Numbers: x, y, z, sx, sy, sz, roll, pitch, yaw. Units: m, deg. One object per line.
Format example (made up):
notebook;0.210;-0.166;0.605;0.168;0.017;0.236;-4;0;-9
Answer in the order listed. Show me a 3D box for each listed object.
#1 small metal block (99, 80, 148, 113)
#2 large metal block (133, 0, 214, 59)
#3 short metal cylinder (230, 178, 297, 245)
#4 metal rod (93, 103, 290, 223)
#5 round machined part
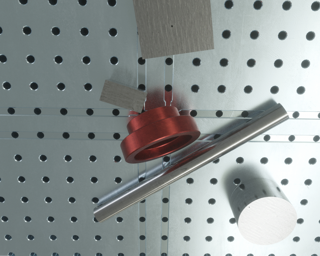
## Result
small metal block;-0.044;-0.041;0.383;0.050;0.050;0.025;17;99;-7
large metal block;0.014;-0.127;0.353;0.080;0.050;0.079;-8;110;2
short metal cylinder;0.147;0.119;0.446;0.081;0.050;0.079;0;110;-1
metal rod;0.036;0.053;0.433;0.300;0.025;0.025;-31;108;10
round machined part;-0.003;0.006;0.387;0.098;0.098;0.042;-23;73;8
